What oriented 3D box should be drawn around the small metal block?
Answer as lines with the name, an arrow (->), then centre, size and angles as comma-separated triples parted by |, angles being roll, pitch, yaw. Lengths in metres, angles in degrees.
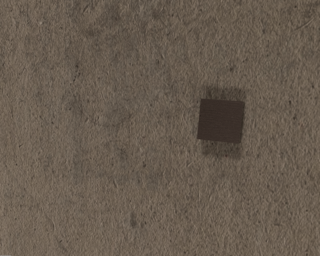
small metal block -> 0.075, -0.009, 0.382 | 0.050, 0.025, 0.050 | 6, 92, 19
